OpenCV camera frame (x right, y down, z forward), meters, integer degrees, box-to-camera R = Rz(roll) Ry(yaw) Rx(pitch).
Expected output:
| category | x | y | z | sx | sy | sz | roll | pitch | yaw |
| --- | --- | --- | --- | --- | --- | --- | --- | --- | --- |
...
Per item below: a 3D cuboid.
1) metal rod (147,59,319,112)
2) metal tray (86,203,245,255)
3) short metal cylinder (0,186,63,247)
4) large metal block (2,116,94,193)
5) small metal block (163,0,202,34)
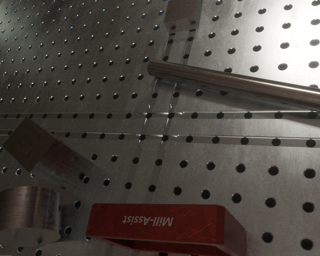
| category | x | y | z | sx | sy | sz | roll | pitch | yaw |
| --- | --- | --- | --- | --- | --- | --- | --- | --- | --- |
| metal rod | 0.107 | -0.052 | 0.383 | 0.300 | 0.025 | 0.025 | 18 | 71 | 34 |
| metal tray | 0.008 | 0.100 | 0.299 | 0.130 | 0.090 | 0.030 | -6 | 59 | 25 |
| short metal cylinder | -0.165 | 0.113 | 0.388 | 0.080 | 0.080 | 0.050 | -19 | 55 | 16 |
| large metal block | -0.153 | 0.038 | 0.428 | 0.080 | 0.080 | 0.050 | 28 | 77 | 37 |
| small metal block | 0.038 | -0.184 | 0.500 | 0.050 | 0.025 | 0.050 | -3 | 60 | 26 |
